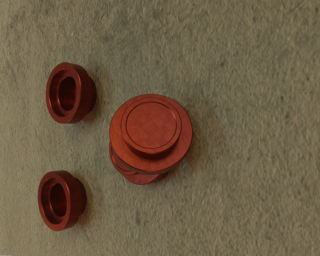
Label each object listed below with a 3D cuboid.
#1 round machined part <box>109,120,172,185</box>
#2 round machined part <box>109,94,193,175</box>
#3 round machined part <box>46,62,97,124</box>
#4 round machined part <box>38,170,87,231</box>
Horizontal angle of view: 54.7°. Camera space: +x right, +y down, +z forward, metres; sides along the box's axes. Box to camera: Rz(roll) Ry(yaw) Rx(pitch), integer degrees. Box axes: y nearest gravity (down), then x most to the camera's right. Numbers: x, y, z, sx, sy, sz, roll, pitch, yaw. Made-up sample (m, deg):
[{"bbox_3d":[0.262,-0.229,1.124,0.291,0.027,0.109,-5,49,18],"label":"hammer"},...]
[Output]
[{"bbox_3d":[-0.031,0.028,0.417,0.098,0.042,0.097,0,90,39],"label":"round machined part"},{"bbox_3d":[-0.010,0.003,0.364,0.099,0.042,0.098,1,70,-2],"label":"round machined part"},{"bbox_3d":[-0.142,-0.056,0.508,0.098,0.042,0.097,0,90,39],"label":"round machined part"},{"bbox_3d":[-0.162,0.120,0.524,0.098,0.042,0.097,0,90,39],"label":"round machined part"}]
